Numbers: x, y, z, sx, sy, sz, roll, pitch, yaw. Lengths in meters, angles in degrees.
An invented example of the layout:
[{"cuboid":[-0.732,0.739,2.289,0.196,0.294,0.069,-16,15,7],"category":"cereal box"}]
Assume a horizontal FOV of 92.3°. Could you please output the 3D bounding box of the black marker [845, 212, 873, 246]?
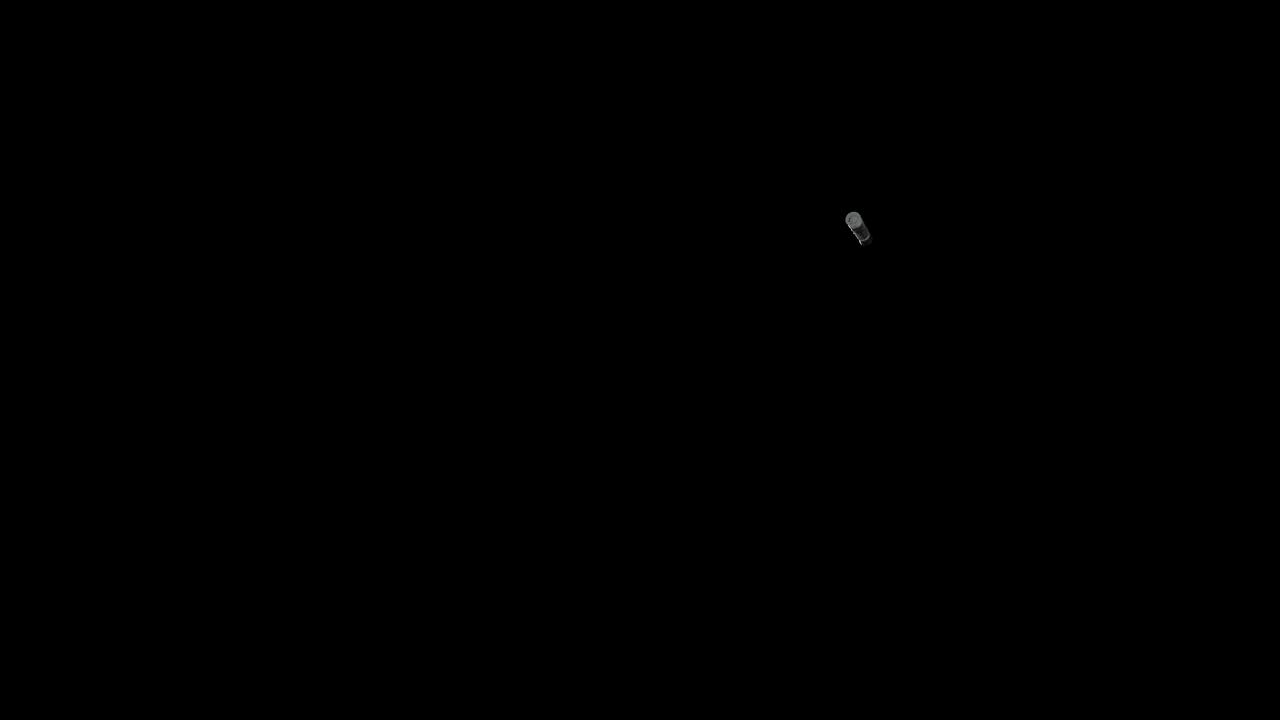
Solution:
[{"cuboid":[0.299,-0.176,0.834,0.020,0.020,0.121,0,-3,28],"category":"black marker"}]
